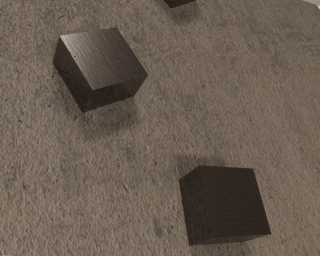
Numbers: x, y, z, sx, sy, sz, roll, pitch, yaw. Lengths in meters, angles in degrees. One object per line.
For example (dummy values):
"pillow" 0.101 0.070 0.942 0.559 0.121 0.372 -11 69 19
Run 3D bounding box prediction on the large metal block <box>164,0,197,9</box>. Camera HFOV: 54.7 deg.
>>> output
"large metal block" 0.031 -0.278 0.576 0.081 0.050 0.080 -35 81 -39

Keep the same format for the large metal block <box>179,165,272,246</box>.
"large metal block" 0.076 0.094 0.373 0.081 0.050 0.080 7 59 -25

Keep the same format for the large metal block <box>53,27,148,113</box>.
"large metal block" -0.076 -0.075 0.394 0.081 0.050 0.080 -23 75 -37
